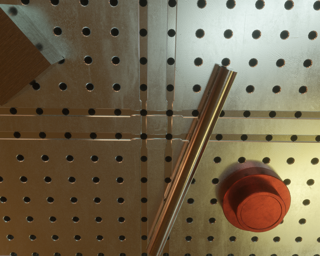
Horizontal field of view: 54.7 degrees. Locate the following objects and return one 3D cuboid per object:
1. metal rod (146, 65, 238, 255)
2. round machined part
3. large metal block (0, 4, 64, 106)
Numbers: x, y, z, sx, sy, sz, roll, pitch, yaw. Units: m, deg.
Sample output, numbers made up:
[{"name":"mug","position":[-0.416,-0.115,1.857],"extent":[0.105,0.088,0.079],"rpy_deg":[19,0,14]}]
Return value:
[{"name":"metal rod","position":[0.038,0.059,0.435],"extent":[0.025,0.025,0.298],"rpy_deg":[17,109,-7]},{"name":"round machined part","position":[0.140,0.110,0.446],"extent":[0.099,0.042,0.097],"rpy_deg":[0,110,0]},{"name":"large metal block","position":[-0.178,-0.086,0.366],"extent":[0.080,0.050,0.080],"rpy_deg":[-36,107,12]}]
